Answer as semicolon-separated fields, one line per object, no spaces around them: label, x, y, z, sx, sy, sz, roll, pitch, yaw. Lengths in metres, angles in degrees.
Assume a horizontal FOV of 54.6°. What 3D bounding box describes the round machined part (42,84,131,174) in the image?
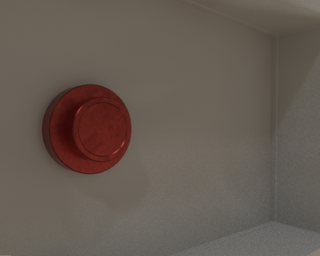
round machined part;-0.071;0.002;0.335;0.099;0.042;0.097;0;90;-40
